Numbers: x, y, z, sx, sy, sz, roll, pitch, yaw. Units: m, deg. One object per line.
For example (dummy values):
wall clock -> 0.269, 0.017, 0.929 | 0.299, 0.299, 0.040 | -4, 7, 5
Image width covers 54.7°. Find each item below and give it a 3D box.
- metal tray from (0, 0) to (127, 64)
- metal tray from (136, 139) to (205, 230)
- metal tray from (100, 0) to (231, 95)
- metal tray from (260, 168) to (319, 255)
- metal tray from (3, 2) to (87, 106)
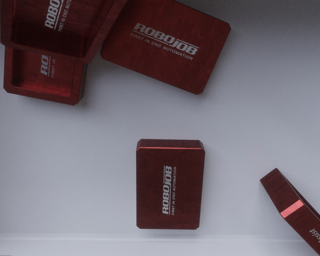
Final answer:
metal tray -> -0.091, -0.107, 0.278 | 0.091, 0.130, 0.030 | 8, 72, -25
metal tray -> 0.013, 0.081, 0.439 | 0.091, 0.030, 0.129 | 1, 110, -1
metal tray -> 0.006, -0.104, 0.370 | 0.131, 0.030, 0.089 | 20, 109, -8
metal tray -> 0.200, 0.124, 0.423 | 0.030, 0.090, 0.130 | -42, 105, 14
metal tray -> -0.132, -0.099, 0.370 | 0.091, 0.030, 0.129 | 11, 110, -5
